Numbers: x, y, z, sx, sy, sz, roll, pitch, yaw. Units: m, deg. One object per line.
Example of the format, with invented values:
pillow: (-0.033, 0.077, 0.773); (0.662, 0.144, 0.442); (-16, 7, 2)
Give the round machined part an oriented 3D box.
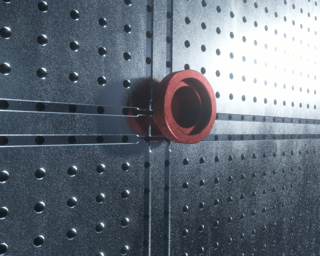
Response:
round machined part: (0.029, -0.028, 0.421); (0.099, 0.042, 0.097); (0, 90, -40)
